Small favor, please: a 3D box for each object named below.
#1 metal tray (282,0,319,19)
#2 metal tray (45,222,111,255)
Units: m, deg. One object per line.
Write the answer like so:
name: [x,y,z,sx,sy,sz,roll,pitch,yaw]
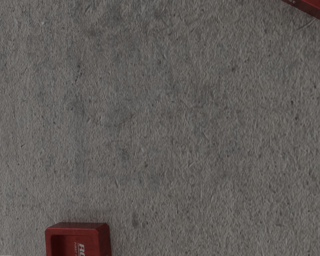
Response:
metal tray: [0.159,-0.193,0.350,0.130,0.030,0.090,36,101,16]
metal tray: [-0.115,0.205,0.446,0.090,0.030,0.129,-6,88,19]
